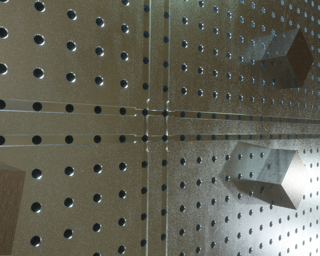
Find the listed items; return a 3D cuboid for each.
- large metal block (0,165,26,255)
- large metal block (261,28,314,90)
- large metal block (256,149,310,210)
[{"bbox_3d":[-0.167,0.070,0.254,0.081,0.050,0.080,13,82,-40],"label":"large metal block"},{"bbox_3d":[0.252,-0.134,0.608,0.080,0.050,0.080,48,61,-30],"label":"large metal block"},{"bbox_3d":[0.240,0.097,0.598,0.080,0.050,0.080,51,60,-28],"label":"large metal block"}]
